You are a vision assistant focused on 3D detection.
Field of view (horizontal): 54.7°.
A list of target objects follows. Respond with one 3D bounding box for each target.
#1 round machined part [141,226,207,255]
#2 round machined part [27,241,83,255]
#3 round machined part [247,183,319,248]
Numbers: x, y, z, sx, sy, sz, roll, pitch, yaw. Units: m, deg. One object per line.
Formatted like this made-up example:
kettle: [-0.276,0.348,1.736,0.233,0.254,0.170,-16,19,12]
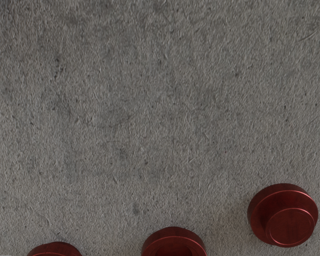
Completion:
round machined part: [0.021,0.191,0.471,0.099,0.042,0.097,0,110,0]
round machined part: [-0.160,0.216,0.479,0.099,0.042,0.097,0,110,0]
round machined part: [0.182,0.134,0.451,0.099,0.042,0.097,0,110,0]
